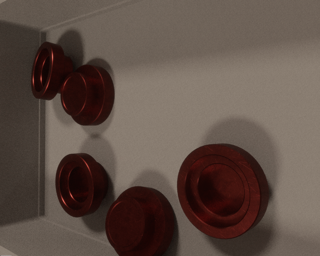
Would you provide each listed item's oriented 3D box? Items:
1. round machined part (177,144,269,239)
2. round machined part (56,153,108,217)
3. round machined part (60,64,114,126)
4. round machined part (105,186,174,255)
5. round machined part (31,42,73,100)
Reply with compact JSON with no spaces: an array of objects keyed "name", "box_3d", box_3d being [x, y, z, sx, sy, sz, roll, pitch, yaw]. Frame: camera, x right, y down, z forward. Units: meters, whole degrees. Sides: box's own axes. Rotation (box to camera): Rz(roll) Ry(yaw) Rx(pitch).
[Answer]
[{"name":"round machined part","box_3d":[0.070,0.065,0.337,0.098,0.042,0.097,0,90,39]},{"name":"round machined part","box_3d":[-0.120,0.088,0.492,0.098,0.042,0.097,0,90,39]},{"name":"round machined part","box_3d":[-0.121,-0.052,0.493,0.098,0.042,0.097,0,90,39]},{"name":"round machined part","box_3d":[-0.033,0.126,0.407,0.098,0.042,0.098,-13,68,35]},{"name":"round machined part","box_3d":[-0.185,-0.096,0.537,0.098,0.042,0.097,-10,76,48]}]
